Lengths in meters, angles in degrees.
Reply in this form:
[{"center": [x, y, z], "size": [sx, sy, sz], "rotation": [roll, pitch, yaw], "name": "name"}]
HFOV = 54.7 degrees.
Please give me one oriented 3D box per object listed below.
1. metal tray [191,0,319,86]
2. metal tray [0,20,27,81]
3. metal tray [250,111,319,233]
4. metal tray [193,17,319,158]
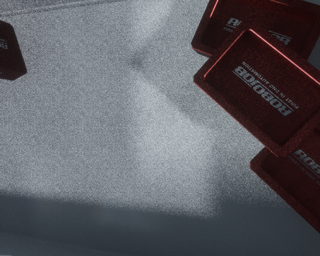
[{"center": [0.114, -0.113, 0.367], "size": [0.130, 0.030, 0.090], "rotation": [26, 98, 18], "name": "metal tray"}, {"center": [-0.263, -0.123, 0.447], "size": [0.030, 0.130, 0.090], "rotation": [-22, 83, 19], "name": "metal tray"}, {"center": [0.179, 0.055, 0.344], "size": [0.130, 0.030, 0.090], "rotation": [45, 104, 14], "name": "metal tray"}, {"center": [0.113, -0.043, 0.335], "size": [0.130, 0.030, 0.090], "rotation": [45, 104, 14], "name": "metal tray"}]
